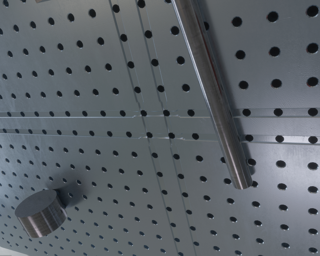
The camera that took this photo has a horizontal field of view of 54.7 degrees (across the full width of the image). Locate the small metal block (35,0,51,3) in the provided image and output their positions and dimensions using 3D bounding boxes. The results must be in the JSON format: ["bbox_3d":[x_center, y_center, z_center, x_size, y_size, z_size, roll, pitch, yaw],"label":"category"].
[{"bbox_3d":[-0.135,-0.184,0.368,0.050,0.025,0.050,-10,114,32],"label":"small metal block"}]

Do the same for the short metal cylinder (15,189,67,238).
[{"bbox_3d":[-0.228,0.163,0.597,0.080,0.080,0.050,-4,117,30],"label":"short metal cylinder"}]

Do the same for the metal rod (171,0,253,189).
[{"bbox_3d":[0.054,-0.058,0.346,0.025,0.025,0.299,-9,114,32],"label":"metal rod"}]
